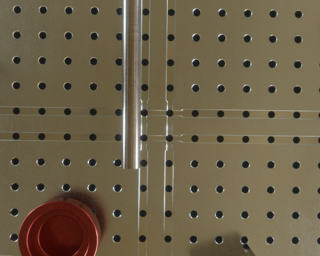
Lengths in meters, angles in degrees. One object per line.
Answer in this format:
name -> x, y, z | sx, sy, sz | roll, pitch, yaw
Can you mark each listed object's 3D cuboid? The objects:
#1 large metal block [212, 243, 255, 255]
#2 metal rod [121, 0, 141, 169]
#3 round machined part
large metal block -> 0.095, 0.210, 0.402 | 0.080, 0.050, 0.080 | -19, 90, 0
metal rod -> -0.038, -0.096, 0.412 | 0.025, 0.025, 0.298 | 0, 90, 0
round machined part -> -0.126, 0.139, 0.404 | 0.099, 0.042, 0.097 | 0, 90, 0
